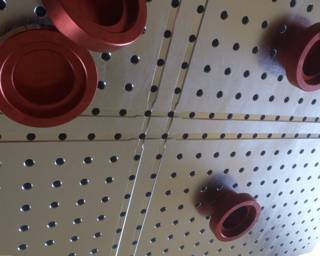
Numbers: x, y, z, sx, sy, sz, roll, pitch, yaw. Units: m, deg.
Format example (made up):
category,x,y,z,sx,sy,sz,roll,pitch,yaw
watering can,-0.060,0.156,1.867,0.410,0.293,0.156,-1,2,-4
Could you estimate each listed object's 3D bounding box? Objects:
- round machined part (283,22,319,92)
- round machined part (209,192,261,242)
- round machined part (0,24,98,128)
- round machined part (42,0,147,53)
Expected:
category,x,y,z,sx,sy,sz,roll,pitch,yaw
round machined part,0.222,-0.106,0.455,0.099,0.042,0.097,-14,124,-21
round machined part,0.132,0.157,0.568,0.099,0.042,0.097,-14,124,-21
round machined part,-0.115,-0.053,0.305,0.099,0.042,0.097,-14,124,-21
round machined part,-0.061,-0.113,0.275,0.099,0.042,0.098,13,71,-43
